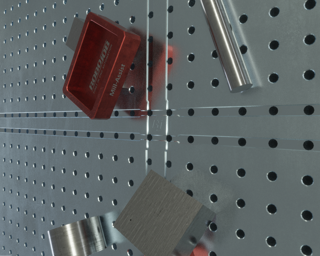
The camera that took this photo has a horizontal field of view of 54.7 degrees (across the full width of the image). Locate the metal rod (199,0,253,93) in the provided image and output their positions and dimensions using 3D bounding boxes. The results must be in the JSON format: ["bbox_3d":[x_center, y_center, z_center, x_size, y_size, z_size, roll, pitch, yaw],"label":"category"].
[{"bbox_3d":[0.049,-0.183,0.368,0.025,0.025,0.299,-25,74,37],"label":"metal rod"}]

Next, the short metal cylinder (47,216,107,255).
[{"bbox_3d":[-0.127,0.173,0.479,0.080,0.081,0.050,-28,72,36],"label":"short metal cylinder"}]

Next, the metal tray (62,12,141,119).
[{"bbox_3d":[-0.088,-0.088,0.446,0.090,0.030,0.129,38,113,33],"label":"metal tray"}]

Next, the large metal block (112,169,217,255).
[{"bbox_3d":[0.006,0.109,0.368,0.080,0.050,0.080,29,80,36],"label":"large metal block"}]

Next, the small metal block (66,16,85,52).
[{"bbox_3d":[-0.126,-0.149,0.514,0.050,0.025,0.050,39,114,33],"label":"small metal block"}]

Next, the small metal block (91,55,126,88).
[{"bbox_3d":[-0.079,-0.084,0.475,0.050,0.025,0.050,-3,88,40],"label":"small metal block"}]

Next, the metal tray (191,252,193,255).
[{"bbox_3d":[-0.001,0.218,0.407,0.130,0.030,0.090,-31,71,35],"label":"metal tray"}]
